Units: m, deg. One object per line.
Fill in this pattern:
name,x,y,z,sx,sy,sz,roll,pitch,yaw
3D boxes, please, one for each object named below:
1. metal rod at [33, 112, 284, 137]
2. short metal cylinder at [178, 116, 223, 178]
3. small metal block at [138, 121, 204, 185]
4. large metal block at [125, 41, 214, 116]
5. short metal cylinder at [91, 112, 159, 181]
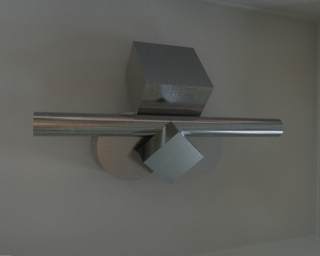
metal rod,0.015,-0.002,0.363,0.303,0.025,0.025,1,90,-21
short metal cylinder,0.035,0.023,0.410,0.081,0.050,0.079,0,90,-21
small metal block,0.012,0.029,0.350,0.050,0.025,0.050,-41,124,6
large metal block,0.008,-0.058,0.378,0.081,0.050,0.080,1,47,-20
short metal cylinder,-0.041,0.021,0.382,0.081,0.050,0.079,0,90,-21
